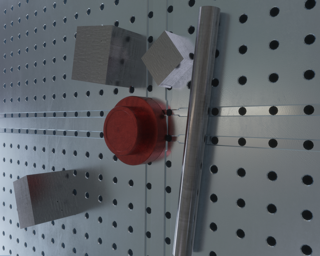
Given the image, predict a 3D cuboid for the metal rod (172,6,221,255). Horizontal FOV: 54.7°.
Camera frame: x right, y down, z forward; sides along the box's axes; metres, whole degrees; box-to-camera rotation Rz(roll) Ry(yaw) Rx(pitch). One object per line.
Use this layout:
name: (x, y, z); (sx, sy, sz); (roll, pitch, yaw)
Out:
metal rod: (0.043, 0.009, 0.373); (0.025, 0.025, 0.298); (10, 96, 39)

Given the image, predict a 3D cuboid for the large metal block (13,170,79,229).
large metal block: (-0.197, 0.122, 0.537); (0.050, 0.081, 0.080); (-24, 75, 37)

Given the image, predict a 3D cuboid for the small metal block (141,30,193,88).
small metal block: (0.010, -0.088, 0.401); (0.050, 0.025, 0.050); (-44, 64, 31)

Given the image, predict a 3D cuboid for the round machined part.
round machined part: (-0.041, 0.004, 0.433); (0.098, 0.042, 0.097); (0, 90, 40)

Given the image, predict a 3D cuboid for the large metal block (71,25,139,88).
large metal block: (-0.083, -0.106, 0.462); (0.080, 0.050, 0.079); (14, 99, 39)
